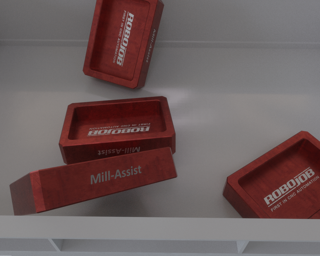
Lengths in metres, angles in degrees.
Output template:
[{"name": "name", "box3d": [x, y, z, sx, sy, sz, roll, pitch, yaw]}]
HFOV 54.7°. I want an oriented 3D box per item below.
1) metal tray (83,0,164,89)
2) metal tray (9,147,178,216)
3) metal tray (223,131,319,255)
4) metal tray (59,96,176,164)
[{"name": "metal tray", "box3d": [-0.055, -0.130, 0.452, 0.090, 0.129, 0.030, 18, 13, 14]}, {"name": "metal tray", "box3d": [-0.061, 0.049, 0.291, 0.131, 0.090, 0.030, -7, 80, -37]}, {"name": "metal tray", "box3d": [0.149, 0.066, 0.346, 0.131, 0.030, 0.090, -27, 55, -21]}, {"name": "metal tray", "box3d": [-0.051, 0.000, 0.388, 0.131, 0.030, 0.090, -5, 37, -4]}]
